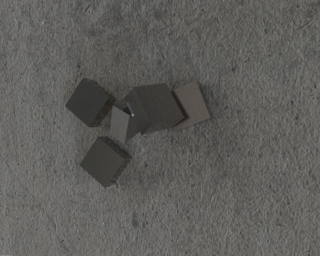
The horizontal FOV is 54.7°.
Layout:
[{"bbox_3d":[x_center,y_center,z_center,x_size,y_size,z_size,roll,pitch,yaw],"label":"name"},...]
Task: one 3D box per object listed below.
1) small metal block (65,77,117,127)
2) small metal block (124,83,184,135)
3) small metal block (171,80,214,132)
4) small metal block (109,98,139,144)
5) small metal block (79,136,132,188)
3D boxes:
[{"bbox_3d":[-0.099,-0.036,0.444,0.050,0.025,0.050,40,102,15],"label":"small metal block"},{"bbox_3d":[-0.007,-0.024,0.369,0.025,0.050,0.050,-42,69,47],"label":"small metal block"},{"bbox_3d":[0.035,-0.027,0.397,0.050,0.025,0.050,-22,83,18],"label":"small metal block"},{"bbox_3d":[-0.037,-0.015,0.398,0.025,0.050,0.050,31,134,17],"label":"small metal block"},{"bbox_3d":[-0.076,0.047,0.436,0.050,0.025,0.050,38,102,16],"label":"small metal block"}]
